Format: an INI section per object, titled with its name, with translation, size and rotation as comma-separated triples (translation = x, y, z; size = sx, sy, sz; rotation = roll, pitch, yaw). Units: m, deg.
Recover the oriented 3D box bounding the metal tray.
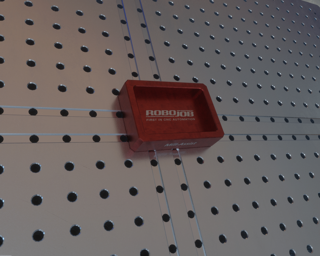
[metal tray]
translation = 0.016, -0.018, 0.424
size = 0.131, 0.030, 0.090
rotation = -2, 63, -29
